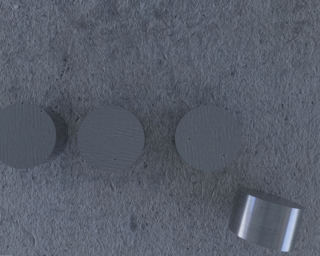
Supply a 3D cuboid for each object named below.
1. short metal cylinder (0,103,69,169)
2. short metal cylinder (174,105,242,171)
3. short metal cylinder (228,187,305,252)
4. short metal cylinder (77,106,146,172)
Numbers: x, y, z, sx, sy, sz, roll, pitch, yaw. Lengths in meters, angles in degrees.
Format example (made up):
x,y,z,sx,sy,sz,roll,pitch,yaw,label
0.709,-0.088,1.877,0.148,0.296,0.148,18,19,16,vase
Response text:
x,y,z,sx,sy,sz,roll,pitch,yaw,label
-0.165,0.009,0.396,0.081,0.050,0.080,0,90,0,short metal cylinder
0.058,0.012,0.398,0.081,0.050,0.080,0,90,0,short metal cylinder
0.130,0.110,0.383,0.080,0.080,0.050,14,90,0,short metal cylinder
-0.059,0.013,0.397,0.081,0.050,0.080,0,90,0,short metal cylinder
